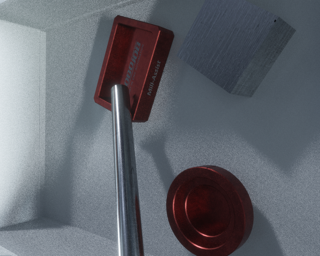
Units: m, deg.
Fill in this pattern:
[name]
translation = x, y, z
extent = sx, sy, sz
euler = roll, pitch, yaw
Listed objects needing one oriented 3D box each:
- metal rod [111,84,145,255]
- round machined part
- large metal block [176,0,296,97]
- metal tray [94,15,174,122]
[metal rod]
translation = -0.036, 0.071, 0.341
extent = 0.025, 0.025, 0.299
euler = -36, 47, 34
[round machined part]
translation = 0.058, 0.090, 0.346
extent = 0.098, 0.042, 0.097
euler = 0, 90, 39
[large metal block]
translation = 0.077, -0.089, 0.326
extent = 0.080, 0.050, 0.080
euler = 43, 116, 31
[metal tray]
translation = -0.040, -0.083, 0.434
extent = 0.090, 0.030, 0.129
euler = 28, 107, 36
